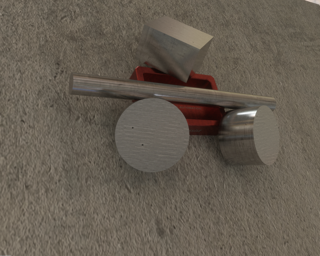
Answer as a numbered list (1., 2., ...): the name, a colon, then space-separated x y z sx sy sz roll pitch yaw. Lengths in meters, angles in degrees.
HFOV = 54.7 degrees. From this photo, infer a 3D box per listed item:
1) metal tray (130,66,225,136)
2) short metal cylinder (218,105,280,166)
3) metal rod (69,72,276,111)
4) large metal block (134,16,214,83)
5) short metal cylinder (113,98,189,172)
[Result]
1. metal tray: 0.027 -0.036 0.439 0.131 0.030 0.090 2 61 -27
2. short metal cylinder: 0.124 0.012 0.428 0.081 0.050 0.080 8 79 -47
3. metal rod: 0.036 -0.043 0.412 0.302 0.025 0.025 3 61 -27
4. large metal block: 0.022 -0.116 0.444 0.080 0.050 0.080 27 34 8
5. short metal cylinder: -0.012 0.006 0.355 0.081 0.050 0.079 -1 93 -11
